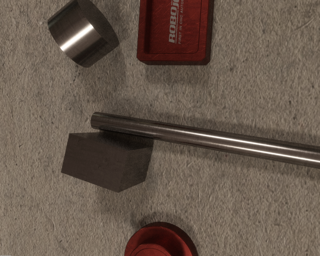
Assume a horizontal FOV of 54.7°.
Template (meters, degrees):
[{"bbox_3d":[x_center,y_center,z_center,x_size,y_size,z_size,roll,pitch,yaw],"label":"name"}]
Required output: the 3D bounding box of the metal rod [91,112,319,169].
[{"bbox_3d":[0.049,0.012,0.391,0.301,0.025,0.025,9,93,19],"label":"metal rod"}]

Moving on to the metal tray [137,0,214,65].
[{"bbox_3d":[0.021,-0.148,0.398,0.090,0.030,0.129,4,91,19],"label":"metal tray"}]

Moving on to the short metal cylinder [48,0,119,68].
[{"bbox_3d":[-0.100,-0.128,0.414,0.050,0.080,0.080,-32,80,17],"label":"short metal cylinder"}]

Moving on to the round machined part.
[{"bbox_3d":[-0.002,0.176,0.400,0.098,0.042,0.097,0,90,19],"label":"round machined part"}]

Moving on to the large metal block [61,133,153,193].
[{"bbox_3d":[-0.065,0.040,0.402,0.080,0.080,0.050,15,95,19],"label":"large metal block"}]
